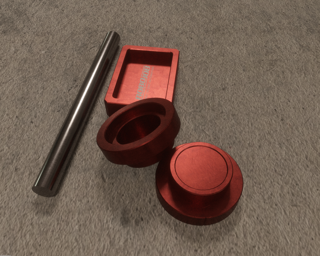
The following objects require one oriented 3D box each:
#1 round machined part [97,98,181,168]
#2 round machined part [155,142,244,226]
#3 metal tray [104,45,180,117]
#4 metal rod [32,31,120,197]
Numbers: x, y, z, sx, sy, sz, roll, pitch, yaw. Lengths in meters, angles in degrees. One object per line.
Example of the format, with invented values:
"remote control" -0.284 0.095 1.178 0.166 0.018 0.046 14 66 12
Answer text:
"round machined part" -0.021 0.009 0.368 0.098 0.042 0.098 -17 33 12
"round machined part" 0.044 0.054 0.347 0.099 0.042 0.098 0 50 0
"metal tray" -0.022 -0.069 0.457 0.091 0.030 0.130 6 50 4
"metal rod" -0.105 -0.043 0.437 0.025 0.025 0.300 7 50 6
